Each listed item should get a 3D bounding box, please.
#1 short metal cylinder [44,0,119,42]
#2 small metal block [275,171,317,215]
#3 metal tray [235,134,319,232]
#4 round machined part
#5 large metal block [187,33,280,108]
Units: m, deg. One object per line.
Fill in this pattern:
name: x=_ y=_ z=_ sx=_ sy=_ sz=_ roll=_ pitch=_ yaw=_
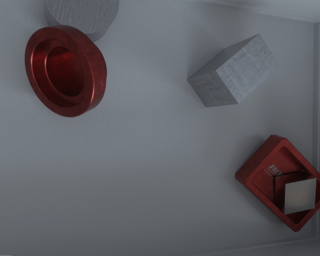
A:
short metal cylinder: x=-0.093 y=-0.144 z=0.363 sx=0.081 sy=0.050 sz=0.079 roll=0 pitch=90 yaw=-21
small metal block: x=0.202 y=0.096 z=0.462 sx=0.050 sy=0.025 sz=0.050 roll=-8 pitch=106 yaw=-11
metal tray: x=0.190 y=0.084 z=0.470 sx=0.130 sy=0.030 sz=0.090 roll=43 pitch=89 yaw=-15
round machined part: x=-0.099 y=-0.064 z=0.346 sx=0.042 sy=0.098 sz=0.098 roll=-38 pitch=106 yaw=-53
large metal block: x=0.096 y=-0.074 z=0.418 sx=0.080 sy=0.080 sz=0.050 roll=-41 pitch=104 yaw=-16
